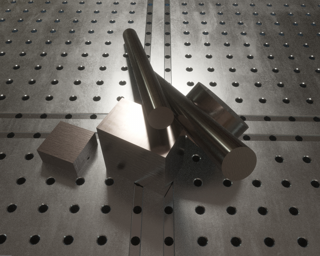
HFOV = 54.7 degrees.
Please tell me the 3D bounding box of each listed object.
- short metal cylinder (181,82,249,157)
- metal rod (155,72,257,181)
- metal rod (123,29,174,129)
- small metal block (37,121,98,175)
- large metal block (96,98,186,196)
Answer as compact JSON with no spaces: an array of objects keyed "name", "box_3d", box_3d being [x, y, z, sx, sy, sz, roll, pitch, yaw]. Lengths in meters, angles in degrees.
[{"name":"short metal cylinder","box_3d":[0.059,-0.010,0.373,0.050,0.080,0.080,-48,56,15]},{"name":"metal rod","box_3d":[0.017,-0.028,0.340,0.025,0.025,0.300,-12,22,-10]},{"name":"metal rod","box_3d":[-0.026,-0.086,0.420,0.025,0.025,0.300,-8,32,-7]},{"name":"small metal block","box_3d":[-0.114,0.024,0.386,0.050,0.025,0.050,18,52,14]},{"name":"large metal block","box_3d":[-0.019,0.022,0.353,0.080,0.080,0.050,22,54,17]}]
